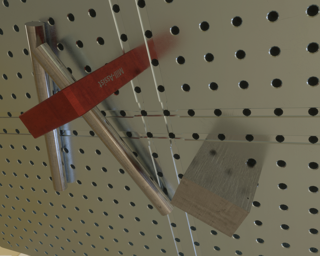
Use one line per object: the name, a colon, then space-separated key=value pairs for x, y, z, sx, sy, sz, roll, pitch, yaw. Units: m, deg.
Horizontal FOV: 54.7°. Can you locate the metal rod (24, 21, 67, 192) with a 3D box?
metal rod: x=-0.176 y=-0.015 z=0.494 sx=0.025 sy=0.025 sz=0.298 roll=17 pitch=125 yaw=18

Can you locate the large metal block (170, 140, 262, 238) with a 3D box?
large metal block: x=0.071 y=0.071 z=0.383 sx=0.080 sy=0.080 sz=0.050 roll=28 pitch=128 yaw=11

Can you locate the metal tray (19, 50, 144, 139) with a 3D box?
metal tray: x=-0.087 y=-0.042 z=0.363 sx=0.090 sy=0.131 sz=0.030 roll=-20 pitch=107 yaw=36

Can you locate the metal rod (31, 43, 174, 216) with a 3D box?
metal rod: x=-0.074 y=0.011 z=0.446 sx=0.025 sy=0.025 sz=0.299 roll=-25 pitch=108 yaw=37
